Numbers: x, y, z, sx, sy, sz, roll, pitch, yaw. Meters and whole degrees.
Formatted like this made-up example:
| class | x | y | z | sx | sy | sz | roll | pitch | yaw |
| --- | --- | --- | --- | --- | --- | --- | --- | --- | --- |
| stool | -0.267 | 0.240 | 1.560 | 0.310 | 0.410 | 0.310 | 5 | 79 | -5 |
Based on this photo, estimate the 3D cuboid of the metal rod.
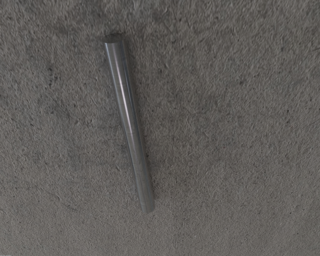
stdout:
| class | x | y | z | sx | sy | sz | roll | pitch | yaw |
| --- | --- | --- | --- | --- | --- | --- | --- | --- | --- |
| metal rod | -0.035 | 0.019 | 0.422 | 0.025 | 0.025 | 0.298 | -4 | 130 | 3 |
